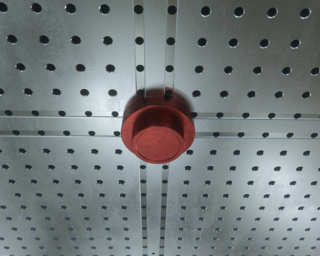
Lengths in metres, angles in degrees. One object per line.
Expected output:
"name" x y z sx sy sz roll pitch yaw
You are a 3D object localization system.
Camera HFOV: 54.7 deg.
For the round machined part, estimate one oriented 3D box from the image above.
"round machined part" -0.003 0.010 0.408 0.099 0.042 0.097 -1 130 0
